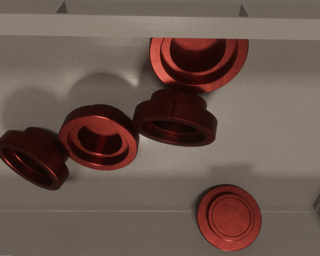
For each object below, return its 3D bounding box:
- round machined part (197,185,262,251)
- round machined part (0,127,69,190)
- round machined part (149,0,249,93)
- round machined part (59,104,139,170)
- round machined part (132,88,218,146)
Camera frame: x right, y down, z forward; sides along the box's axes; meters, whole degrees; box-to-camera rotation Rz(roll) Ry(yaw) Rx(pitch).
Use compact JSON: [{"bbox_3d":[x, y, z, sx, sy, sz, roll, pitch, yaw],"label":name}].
[{"bbox_3d":[0.107,0.137,0.476,0.099,0.098,0.042,-4,162,3],"label":"round machined part"},{"bbox_3d":[-0.162,0.036,0.410,0.098,0.042,0.097,19,143,16],"label":"round machined part"},{"bbox_3d":[0.038,-0.088,0.324,0.099,0.042,0.097,-1,130,-1],"label":"round machined part"},{"bbox_3d":[-0.075,0.008,0.400,0.099,0.042,0.097,3,133,3],"label":"round machined part"},{"bbox_3d":[0.019,-0.013,0.368,0.099,0.042,0.098,10,161,4],"label":"round machined part"}]
